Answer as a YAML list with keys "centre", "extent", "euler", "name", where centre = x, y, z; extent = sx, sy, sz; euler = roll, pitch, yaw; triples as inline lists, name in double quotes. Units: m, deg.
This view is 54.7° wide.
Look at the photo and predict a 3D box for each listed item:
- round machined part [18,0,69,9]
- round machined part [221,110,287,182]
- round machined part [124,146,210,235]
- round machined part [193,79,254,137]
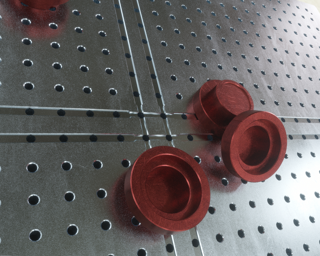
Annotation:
- centre: [-0.170, -0.206, 0.432]
  extent: [0.099, 0.042, 0.098]
  euler: [14, 56, -21]
  name: "round machined part"
- centre: [0.126, 0.023, 0.434]
  extent: [0.099, 0.042, 0.097]
  euler: [-4, 99, -24]
  name: "round machined part"
- centre: [0.005, 0.073, 0.357]
  extent: [0.099, 0.042, 0.098]
  euler: [14, 56, -21]
  name: "round machined part"
- centre: [0.104, -0.036, 0.477]
  extent: [0.099, 0.042, 0.098]
  euler: [14, 56, -21]
  name: "round machined part"
